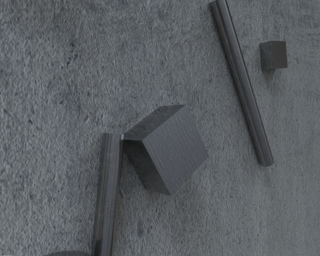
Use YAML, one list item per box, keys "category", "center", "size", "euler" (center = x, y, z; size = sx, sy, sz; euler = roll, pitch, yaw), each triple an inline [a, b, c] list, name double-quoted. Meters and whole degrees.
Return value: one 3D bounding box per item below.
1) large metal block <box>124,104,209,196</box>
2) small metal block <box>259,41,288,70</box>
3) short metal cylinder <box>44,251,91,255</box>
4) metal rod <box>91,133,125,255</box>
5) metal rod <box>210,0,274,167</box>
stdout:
- category: "large metal block"
  center: [0.007, 0.026, 0.394]
  size: [0.080, 0.050, 0.080]
  euler: [-40, 115, -33]
- category: "small metal block"
  center: [0.215, -0.136, 0.584]
  size: [0.050, 0.025, 0.050]
  euler: [-11, 97, -39]
- category: "short metal cylinder"
  center: [-0.098, 0.158, 0.287]
  size: [0.081, 0.080, 0.050]
  euler: [-12, 98, -39]
- category: "metal rod"
  center: [-0.066, 0.155, 0.349]
  size: [0.025, 0.025, 0.298]
  euler: [8, 85, -40]
- category: "metal rod"
  center: [0.143, -0.067, 0.524]
  size: [0.025, 0.025, 0.299]
  euler: [-35, 112, -34]
